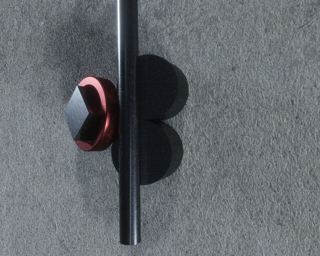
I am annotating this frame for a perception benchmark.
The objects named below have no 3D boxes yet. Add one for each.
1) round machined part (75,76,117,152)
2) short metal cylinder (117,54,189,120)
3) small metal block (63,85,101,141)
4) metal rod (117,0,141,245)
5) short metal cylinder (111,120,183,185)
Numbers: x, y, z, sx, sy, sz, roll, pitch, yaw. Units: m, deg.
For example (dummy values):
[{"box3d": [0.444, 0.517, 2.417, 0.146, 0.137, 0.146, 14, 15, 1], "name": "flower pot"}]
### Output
[{"box3d": [-0.079, -0.018, 0.415, 0.098, 0.042, 0.097, -4, 84, 48], "name": "round machined part"}, {"box3d": [-0.008, -0.050, 0.400, 0.080, 0.050, 0.079, 0, 90, 20], "name": "short metal cylinder"}, {"box3d": [-0.098, -0.018, 0.402, 0.050, 0.025, 0.050, -53, 51, 32], "name": "small metal block"}, {"box3d": [-0.037, -0.014, 0.370, 0.025, 0.025, 0.298, -1, 89, 20], "name": "metal rod"}, {"box3d": [-0.015, 0.030, 0.402, 0.080, 0.050, 0.080, 0, 89, 20], "name": "short metal cylinder"}]
